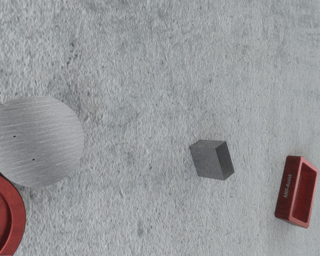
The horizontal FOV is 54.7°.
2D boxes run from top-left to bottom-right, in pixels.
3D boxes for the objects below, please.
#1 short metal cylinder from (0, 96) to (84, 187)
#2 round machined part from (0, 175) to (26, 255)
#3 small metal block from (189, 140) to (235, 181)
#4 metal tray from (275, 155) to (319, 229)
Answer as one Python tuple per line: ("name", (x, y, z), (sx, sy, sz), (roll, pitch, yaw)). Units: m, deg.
("short metal cylinder", (-0.119, 0.012, 0.288), (0.081, 0.050, 0.080), (0, 90, -40))
("round machined part", (-0.167, 0.078, 0.254), (0.099, 0.042, 0.097), (0, 90, -40))
("small metal block", (0.075, 0.046, 0.451), (0.025, 0.050, 0.050), (-29, 109, -36))
("metal tray", (0.284, 0.132, 0.639), (0.090, 0.030, 0.130), (29, 72, -36))
